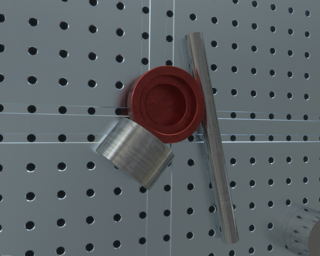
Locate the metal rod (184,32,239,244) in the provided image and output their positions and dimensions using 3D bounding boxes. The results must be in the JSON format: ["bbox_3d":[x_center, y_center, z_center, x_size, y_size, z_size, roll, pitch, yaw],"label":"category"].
[{"bbox_3d":[0.074,0.017,0.439,0.025,0.025,0.298,-12,94,-20],"label":"metal rod"}]

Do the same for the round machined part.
[{"bbox_3d":[0.005,-0.029,0.405,0.099,0.042,0.097,0,90,-20],"label":"round machined part"}]

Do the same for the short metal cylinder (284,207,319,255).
[{"bbox_3d":[0.246,0.171,0.490,0.081,0.050,0.080,0,90,-20],"label":"short metal cylinder"}]

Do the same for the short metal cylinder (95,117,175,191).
[{"bbox_3d":[-0.030,0.031,0.372,0.080,0.080,0.050,40,77,-16],"label":"short metal cylinder"}]
